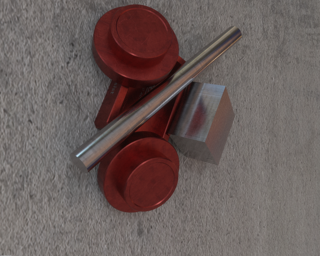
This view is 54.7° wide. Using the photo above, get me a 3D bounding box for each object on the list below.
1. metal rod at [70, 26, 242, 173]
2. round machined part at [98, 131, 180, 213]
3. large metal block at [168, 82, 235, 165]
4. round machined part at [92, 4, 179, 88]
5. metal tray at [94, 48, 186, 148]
[{"bbox_3d":[0.015,-0.052,0.380,0.302,0.025,0.025,-43,116,-32],"label":"metal rod"},{"bbox_3d":[-0.018,0.056,0.358,0.099,0.042,0.097,-13,117,-27],"label":"round machined part"},{"bbox_3d":[0.060,-0.005,0.421,0.080,0.050,0.080,-67,151,-19],"label":"large metal block"},{"bbox_3d":[-0.024,-0.098,0.348,0.099,0.042,0.098,6,69,-16],"label":"round machined part"},{"bbox_3d":[-0.016,-0.042,0.389,0.090,0.030,0.130,31,71,-36],"label":"metal tray"}]
